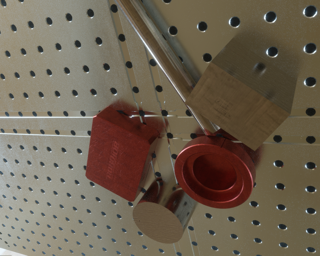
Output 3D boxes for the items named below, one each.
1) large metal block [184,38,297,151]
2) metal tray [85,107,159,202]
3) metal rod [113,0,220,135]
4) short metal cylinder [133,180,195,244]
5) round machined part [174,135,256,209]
[{"bbox_3d":[0.083,-0.037,0.309,0.080,0.080,0.050,35,129,5],"label":"large metal block"},{"bbox_3d":[-0.061,0.043,0.464,0.090,0.030,0.129,26,127,11],"label":"metal tray"},{"bbox_3d":[-0.020,-0.118,0.347,0.025,0.025,0.299,-27,104,37],"label":"metal rod"},{"bbox_3d":[0.006,0.127,0.469,0.080,0.050,0.079,13,124,20],"label":"short metal cylinder"},{"bbox_3d":[0.071,0.051,0.393,0.098,0.042,0.097,13,124,20],"label":"round machined part"}]
